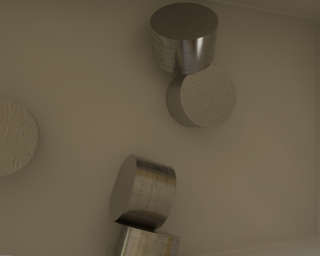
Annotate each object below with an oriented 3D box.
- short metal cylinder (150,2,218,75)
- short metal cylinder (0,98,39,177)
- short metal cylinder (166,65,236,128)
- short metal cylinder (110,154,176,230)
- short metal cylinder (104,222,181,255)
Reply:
[{"bbox_3d":[0.030,-0.112,0.386,0.080,0.050,0.080,-1,51,2],"label":"short metal cylinder"},{"bbox_3d":[-0.174,0.009,0.333,0.081,0.050,0.080,0,90,-20],"label":"short metal cylinder"},{"bbox_3d":[0.054,-0.040,0.417,0.081,0.050,0.080,0,90,-20],"label":"short metal cylinder"},{"bbox_3d":[-0.022,0.077,0.373,0.050,0.080,0.080,20,83,-19],"label":"short metal cylinder"},{"bbox_3d":[-0.021,0.141,0.353,0.081,0.080,0.050,19,74,-19],"label":"short metal cylinder"}]
